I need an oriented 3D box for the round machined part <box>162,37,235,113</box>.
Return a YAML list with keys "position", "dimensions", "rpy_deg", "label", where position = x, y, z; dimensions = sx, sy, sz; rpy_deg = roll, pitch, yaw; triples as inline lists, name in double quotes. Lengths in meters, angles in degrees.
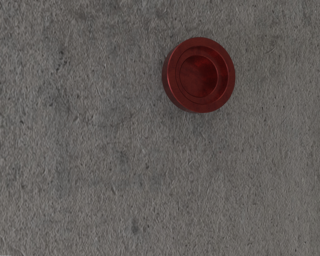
- position: [0.048, -0.068, 0.417]
  dimensions: [0.099, 0.042, 0.097]
  rpy_deg: [0, 90, -20]
  label: "round machined part"
